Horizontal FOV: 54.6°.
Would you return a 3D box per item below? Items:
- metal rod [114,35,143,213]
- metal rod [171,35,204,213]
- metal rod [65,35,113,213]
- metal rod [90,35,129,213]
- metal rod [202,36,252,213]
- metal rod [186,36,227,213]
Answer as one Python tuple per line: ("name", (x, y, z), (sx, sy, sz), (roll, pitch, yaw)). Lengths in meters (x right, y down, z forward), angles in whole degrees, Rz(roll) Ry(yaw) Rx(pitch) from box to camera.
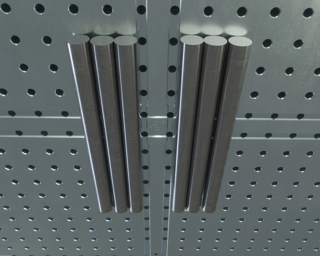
("metal rod", (-0.038, 0.020, 0.427), (0.025, 0.025, 0.298), (0, 130, -1))
("metal rod", (0.033, 0.019, 0.427), (0.025, 0.025, 0.298), (0, 130, -1))
("metal rod", (-0.089, 0.019, 0.426), (0.025, 0.025, 0.298), (0, 130, -1))
("metal rod", (-0.064, 0.020, 0.427), (0.025, 0.025, 0.298), (0, 130, -1))
("metal rod", (0.084, 0.020, 0.429), (0.025, 0.025, 0.298), (0, 130, -1))
("metal rod", (0.058, 0.020, 0.428), (0.025, 0.025, 0.298), (0, 130, -1))
